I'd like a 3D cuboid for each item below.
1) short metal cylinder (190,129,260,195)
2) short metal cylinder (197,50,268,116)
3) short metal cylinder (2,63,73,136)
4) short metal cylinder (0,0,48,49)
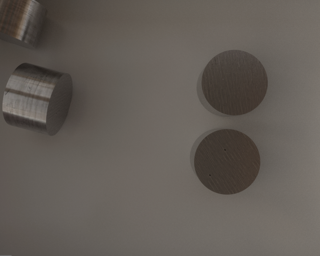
[{"bbox_3d":[0.081,0.041,0.400,0.081,0.050,0.079,0,90,-1],"label":"short metal cylinder"},{"bbox_3d":[0.091,-0.055,0.400,0.081,0.050,0.079,0,90,-1],"label":"short metal cylinder"},{"bbox_3d":[-0.147,-0.035,0.382,0.050,0.080,0.080,15,90,0],"label":"short metal cylinder"},{"bbox_3d":[-0.187,-0.137,0.381,0.080,0.080,0.050,18,90,-1],"label":"short metal cylinder"}]
